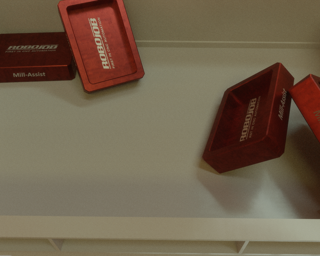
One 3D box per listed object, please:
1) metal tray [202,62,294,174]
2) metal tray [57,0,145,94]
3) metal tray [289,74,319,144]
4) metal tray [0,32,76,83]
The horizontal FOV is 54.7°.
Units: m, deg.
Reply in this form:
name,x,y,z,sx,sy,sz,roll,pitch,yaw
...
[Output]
name,x,y,z,sx,sy,sz,roll,pitch,yaw
metal tray,0.108,-0.013,0.375,0.030,0.090,0.130,41,50,-19
metal tray,-0.085,-0.124,0.452,0.091,0.030,0.129,-18,96,-15
metal tray,0.208,0.005,0.347,0.091,0.030,0.130,6,54,-39
metal tray,-0.201,-0.115,0.497,0.131,0.030,0.090,-2,50,-2
